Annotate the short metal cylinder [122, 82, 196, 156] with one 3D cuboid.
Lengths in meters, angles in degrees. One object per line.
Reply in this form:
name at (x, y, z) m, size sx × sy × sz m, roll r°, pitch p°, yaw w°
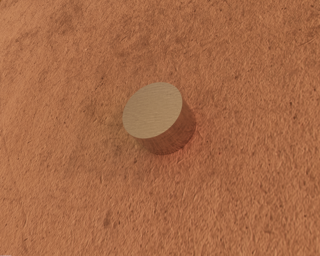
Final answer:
short metal cylinder at (0.000, -0.011, 0.395) m, size 0.080 × 0.050 × 0.080 m, roll -13°, pitch 56°, yaw 20°
